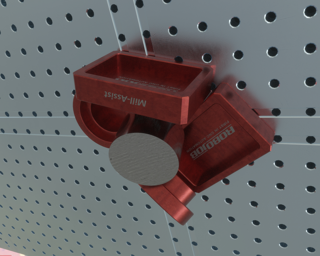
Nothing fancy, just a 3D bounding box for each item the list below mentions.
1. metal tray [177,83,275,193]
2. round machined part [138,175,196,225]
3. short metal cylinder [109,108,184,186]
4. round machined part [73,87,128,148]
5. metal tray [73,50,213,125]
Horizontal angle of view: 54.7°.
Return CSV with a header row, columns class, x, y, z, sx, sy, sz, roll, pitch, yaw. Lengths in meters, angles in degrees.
class,x,y,z,sx,sy,sz,roll,pitch,yaw
metal tray,0.061,0.018,0.385,0.090,0.030,0.129,45,129,-4
round machined part,0.010,0.082,0.422,0.098,0.042,0.098,43,173,7
short metal cylinder,-0.014,0.022,0.367,0.080,0.050,0.079,6,128,8
round machined part,-0.064,-0.023,0.418,0.098,0.042,0.097,13,124,20
metal tray,-0.016,-0.050,0.345,0.130,0.090,0.030,14,124,19
